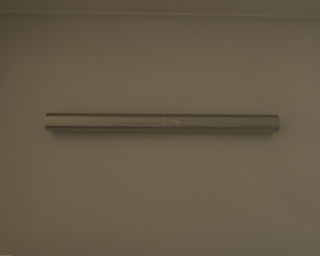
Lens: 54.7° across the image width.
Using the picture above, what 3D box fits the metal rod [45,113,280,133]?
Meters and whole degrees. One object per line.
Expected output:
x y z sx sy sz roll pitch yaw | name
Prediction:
0.003 -0.007 0.410 0.302 0.025 0.025 0 70 -1 | metal rod
